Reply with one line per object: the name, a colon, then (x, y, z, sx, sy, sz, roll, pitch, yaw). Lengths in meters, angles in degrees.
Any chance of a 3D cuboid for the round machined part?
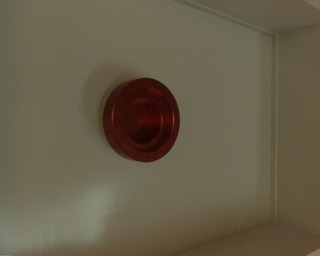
round machined part: (-0.026, -0.009, 0.373, 0.099, 0.042, 0.097, 0, 90, -40)
